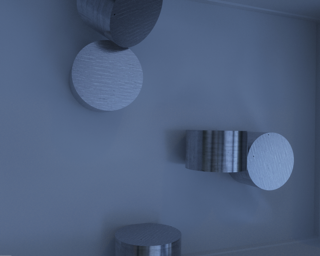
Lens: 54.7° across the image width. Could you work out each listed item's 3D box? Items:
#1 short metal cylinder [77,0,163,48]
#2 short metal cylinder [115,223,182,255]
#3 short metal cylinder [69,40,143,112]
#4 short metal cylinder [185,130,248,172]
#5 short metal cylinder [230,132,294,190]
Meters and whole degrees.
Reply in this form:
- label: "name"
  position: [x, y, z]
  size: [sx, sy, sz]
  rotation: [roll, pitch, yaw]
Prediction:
- label: "short metal cylinder"
  position: [-0.042, -0.136, 0.338]
  size: [0.050, 0.080, 0.080]
  rotation: [36, 75, 22]
- label: "short metal cylinder"
  position: [-0.014, 0.153, 0.376]
  size: [0.081, 0.080, 0.050]
  rotation: [1, 90, -20]
- label: "short metal cylinder"
  position: [-0.066, -0.060, 0.373]
  size: [0.081, 0.050, 0.080]
  rotation: [0, 90, -20]
- label: "short metal cylinder"
  position: [0.074, 0.028, 0.408]
  size: [0.081, 0.080, 0.050]
  rotation: [1, 90, -20]
- label: "short metal cylinder"
  position: [0.144, 0.046, 0.449]
  size: [0.081, 0.050, 0.080]
  rotation: [0, 91, -22]
